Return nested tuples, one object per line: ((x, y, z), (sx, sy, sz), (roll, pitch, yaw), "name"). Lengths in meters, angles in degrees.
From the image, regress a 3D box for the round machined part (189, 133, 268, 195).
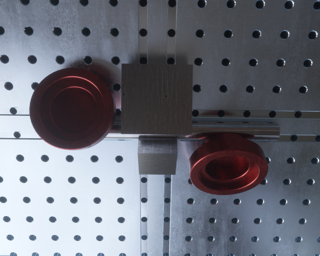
((0.087, 0.044, 0.408), (0.099, 0.042, 0.097), (0, 136, 0), "round machined part")

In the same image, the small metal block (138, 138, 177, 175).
((-0.003, 0.039, 0.417), (0.050, 0.025, 0.050), (1, 139, -1), "small metal block")

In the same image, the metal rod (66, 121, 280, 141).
((0.006, 0.003, 0.415), (0.302, 0.025, 0.025), (0, 110, -1), "metal rod")

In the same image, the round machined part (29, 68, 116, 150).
((-0.103, -0.021, 0.382), (0.099, 0.042, 0.097), (0, 84, -1), "round machined part")

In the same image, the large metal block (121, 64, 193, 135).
((-0.004, -0.033, 0.376), (0.081, 0.050, 0.079), (1, 92, -1), "large metal block")
